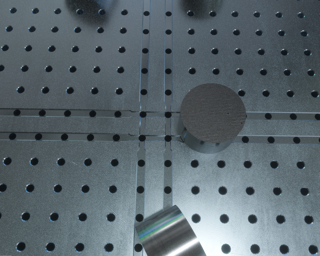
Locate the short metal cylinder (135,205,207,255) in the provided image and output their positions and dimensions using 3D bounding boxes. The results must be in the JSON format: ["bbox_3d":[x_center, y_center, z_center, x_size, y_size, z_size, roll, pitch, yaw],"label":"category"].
[{"bbox_3d":[0.014,0.131,0.335,0.050,0.080,0.080,-27,73,-10],"label":"short metal cylinder"}]

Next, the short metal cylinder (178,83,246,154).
[{"bbox_3d":[0.065,-0.011,0.403,0.081,0.050,0.080,0,70,-1],"label":"short metal cylinder"}]
